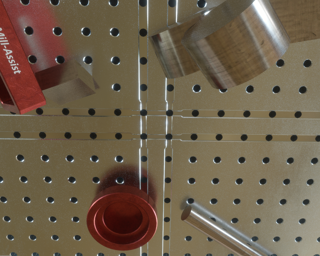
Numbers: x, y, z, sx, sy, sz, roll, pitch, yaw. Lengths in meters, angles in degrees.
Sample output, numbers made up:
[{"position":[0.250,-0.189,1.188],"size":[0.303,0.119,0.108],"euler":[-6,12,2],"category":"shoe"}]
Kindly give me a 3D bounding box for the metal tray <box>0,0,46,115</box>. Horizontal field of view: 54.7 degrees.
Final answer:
[{"position":[-0.180,-0.082,0.347],"size":[0.030,0.090,0.129],"euler":[-30,113,-31],"category":"metal tray"}]

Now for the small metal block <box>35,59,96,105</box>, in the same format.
[{"position":[-0.113,-0.054,0.376],"size":[0.050,0.050,0.025],"euler":[-18,74,6],"category":"small metal block"}]

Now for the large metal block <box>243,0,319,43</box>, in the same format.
[{"position":[0.138,-0.124,0.340],"size":[0.080,0.080,0.050],"euler":[-9,110,3],"category":"large metal block"}]

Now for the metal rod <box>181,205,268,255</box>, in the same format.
[{"position":[0.159,0.210,0.492],"size":[0.301,0.025,0.025],"euler":[35,106,-12],"category":"metal rod"}]

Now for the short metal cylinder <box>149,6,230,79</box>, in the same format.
[{"position":[0.034,-0.096,0.349],"size":[0.080,0.080,0.050],"euler":[-22,109,8],"category":"short metal cylinder"}]

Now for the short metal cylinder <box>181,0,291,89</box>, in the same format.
[{"position":[0.066,-0.080,0.278],"size":[0.080,0.080,0.050],"euler":[-35,112,12],"category":"short metal cylinder"}]

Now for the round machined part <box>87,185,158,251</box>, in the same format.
[{"position":[-0.053,0.125,0.450],"size":[0.099,0.042,0.097],"euler":[0,110,0],"category":"round machined part"}]
